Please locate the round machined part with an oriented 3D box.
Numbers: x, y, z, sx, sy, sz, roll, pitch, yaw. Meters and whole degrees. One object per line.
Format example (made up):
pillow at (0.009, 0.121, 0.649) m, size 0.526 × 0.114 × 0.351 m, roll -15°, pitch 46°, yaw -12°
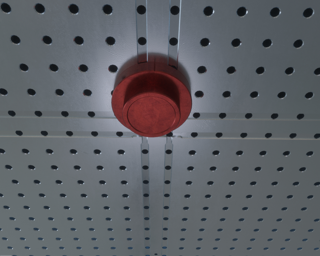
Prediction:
round machined part at (-0.010, -0.027, 0.377) m, size 0.099 × 0.042 × 0.097 m, roll 0°, pitch 130°, yaw 0°
